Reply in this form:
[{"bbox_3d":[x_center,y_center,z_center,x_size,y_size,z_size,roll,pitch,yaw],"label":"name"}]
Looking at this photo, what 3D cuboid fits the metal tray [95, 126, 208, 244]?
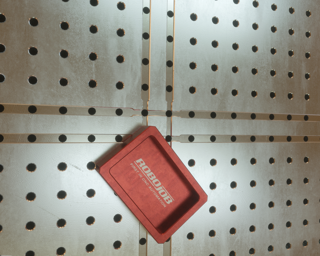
[{"bbox_3d":[-0.009,0.072,0.406,0.090,0.030,0.130,-40,103,-16],"label":"metal tray"}]
